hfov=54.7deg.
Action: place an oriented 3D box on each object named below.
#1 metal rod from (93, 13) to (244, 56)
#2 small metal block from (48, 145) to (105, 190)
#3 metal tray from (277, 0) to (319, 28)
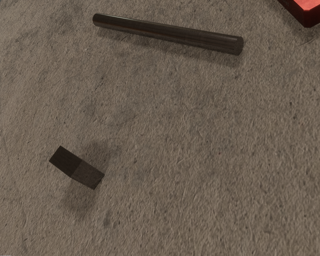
[{"bbox_3d":[-0.006,-0.158,0.502,0.300,0.025,0.025,23,74,36],"label":"metal rod"},{"bbox_3d":[-0.110,0.053,0.411,0.050,0.050,0.025,25,75,36],"label":"small metal block"},{"bbox_3d":[0.204,-0.202,0.417,0.090,0.030,0.130,-28,52,10],"label":"metal tray"}]
